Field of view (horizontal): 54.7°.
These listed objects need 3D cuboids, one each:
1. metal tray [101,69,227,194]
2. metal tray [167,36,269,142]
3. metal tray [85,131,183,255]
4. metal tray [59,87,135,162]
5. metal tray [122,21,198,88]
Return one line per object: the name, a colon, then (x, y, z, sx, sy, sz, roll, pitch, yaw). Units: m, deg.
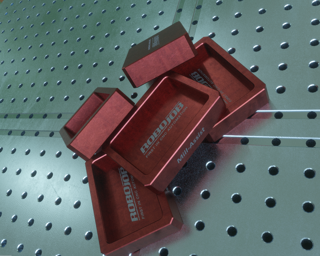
metal tray: (0.003, 0.000, 0.364, 0.090, 0.030, 0.130, 32, 79, 37)
metal tray: (0.064, -0.055, 0.404, 0.090, 0.030, 0.130, -37, 51, 3)
metal tray: (-0.037, 0.076, 0.376, 0.090, 0.030, 0.130, -29, 52, 9)
metal tray: (-0.090, -0.012, 0.418, 0.090, 0.030, 0.130, -51, 22, -8)
metal tray: (-0.001, -0.106, 0.431, 0.090, 0.030, 0.130, -27, 23, 11)
